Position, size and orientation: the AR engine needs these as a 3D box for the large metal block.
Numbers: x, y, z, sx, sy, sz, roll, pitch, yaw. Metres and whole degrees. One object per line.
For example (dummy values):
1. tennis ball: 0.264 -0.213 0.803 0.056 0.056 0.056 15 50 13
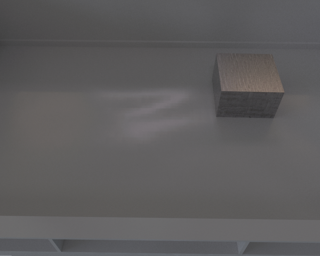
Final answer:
1. large metal block: 0.120 -0.061 0.441 0.080 0.050 0.080 1 50 1
